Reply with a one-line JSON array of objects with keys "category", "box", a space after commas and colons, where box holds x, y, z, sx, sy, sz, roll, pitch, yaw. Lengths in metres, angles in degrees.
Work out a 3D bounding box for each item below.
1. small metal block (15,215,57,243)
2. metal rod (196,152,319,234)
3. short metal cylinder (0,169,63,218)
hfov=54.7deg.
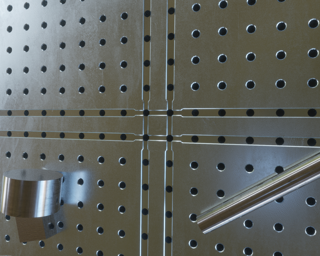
[{"category": "small metal block", "box": [-0.193, 0.146, 0.481, 0.050, 0.025, 0.050, -14, 85, 19]}, {"category": "metal rod", "box": [0.174, 0.046, 0.350, 0.300, 0.025, 0.025, -33, 80, 17]}, {"category": "short metal cylinder", "box": [-0.185, 0.092, 0.448, 0.080, 0.080, 0.050, 7, 93, 20]}]
